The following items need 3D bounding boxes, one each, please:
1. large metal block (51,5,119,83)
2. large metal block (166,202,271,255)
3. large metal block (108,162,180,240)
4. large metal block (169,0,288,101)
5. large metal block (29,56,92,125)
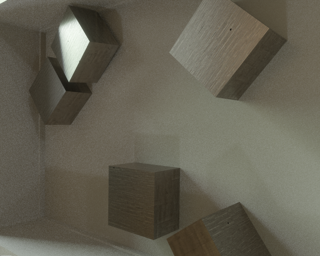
[{"bbox_3d":[-0.119,-0.127,0.480,0.080,0.050,0.080,-49,61,36],"label":"large metal block"},{"bbox_3d":[0.066,0.130,0.316,0.050,0.081,0.080,-42,65,32],"label":"large metal block"},{"bbox_3d":[-0.022,0.091,0.406,0.080,0.050,0.079,1,91,39],"label":"large metal block"},{"bbox_3d":[0.070,-0.087,0.332,0.080,0.050,0.080,50,119,28],"label":"large metal block"},{"bbox_3d":[-0.172,-0.061,0.529,0.080,0.050,0.080,-48,62,29],"label":"large metal block"}]
